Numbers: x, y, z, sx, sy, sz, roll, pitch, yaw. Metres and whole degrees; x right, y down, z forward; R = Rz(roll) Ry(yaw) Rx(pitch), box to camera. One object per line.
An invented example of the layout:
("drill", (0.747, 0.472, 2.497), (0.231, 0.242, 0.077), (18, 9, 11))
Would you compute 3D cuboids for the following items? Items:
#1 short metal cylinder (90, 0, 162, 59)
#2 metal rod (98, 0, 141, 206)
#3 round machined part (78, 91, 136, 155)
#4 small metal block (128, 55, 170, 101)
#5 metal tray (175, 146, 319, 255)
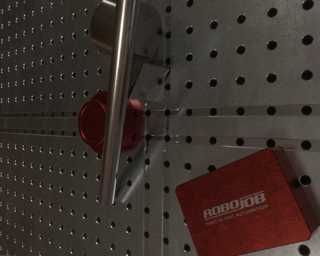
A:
("short metal cylinder", (-0.043, -0.127, 0.407), (0.050, 0.081, 0.079), (32, 110, 35))
("metal rod", (-0.057, -0.014, 0.399), (0.025, 0.025, 0.298), (35, 129, 34))
("round machined part", (-0.086, -0.007, 0.467), (0.098, 0.042, 0.097), (0, 90, 39))
("small metal block", (-0.021, -0.064, 0.409), (0.025, 0.050, 0.050), (39, 114, 33))
("metal tray", (0.086, 0.085, 0.334), (0.130, 0.030, 0.090), (-31, 71, 35))
